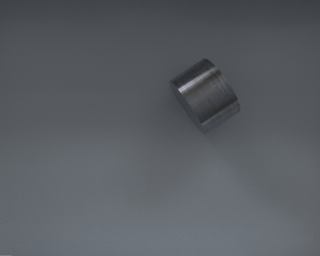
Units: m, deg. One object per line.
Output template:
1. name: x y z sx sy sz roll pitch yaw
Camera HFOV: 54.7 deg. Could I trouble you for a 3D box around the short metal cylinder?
1. short metal cylinder: 0.054 -0.039 0.385 0.050 0.080 0.080 -34 90 0
